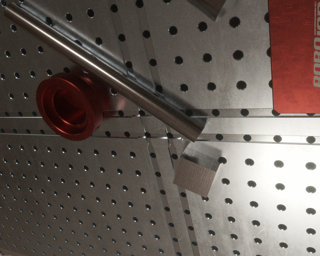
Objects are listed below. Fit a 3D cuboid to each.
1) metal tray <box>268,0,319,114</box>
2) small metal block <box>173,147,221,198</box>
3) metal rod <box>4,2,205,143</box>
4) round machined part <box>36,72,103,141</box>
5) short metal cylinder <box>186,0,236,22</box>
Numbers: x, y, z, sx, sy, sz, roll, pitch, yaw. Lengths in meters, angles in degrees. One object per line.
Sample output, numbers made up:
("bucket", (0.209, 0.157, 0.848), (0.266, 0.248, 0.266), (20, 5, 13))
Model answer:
("metal tray", (0.150, -0.077, 0.281), (0.090, 0.030, 0.129), (1, 119, 27))
("small metal block", (0.050, 0.061, 0.421), (0.050, 0.025, 0.050), (22, 127, 14))
("metal rod", (-0.075, -0.074, 0.402), (0.301, 0.025, 0.025), (34, 129, 5))
("round machined part", (-0.123, -0.034, 0.442), (0.098, 0.042, 0.097), (13, 124, 20))
("short metal cylinder", (0.052, -0.139, 0.262), (0.050, 0.080, 0.080), (38, 129, 2))
